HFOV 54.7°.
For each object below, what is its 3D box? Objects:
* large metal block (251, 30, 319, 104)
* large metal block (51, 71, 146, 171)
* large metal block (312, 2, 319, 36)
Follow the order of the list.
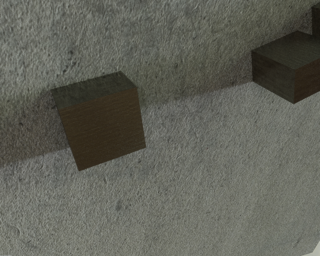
[{"bbox_3d":[0.183,-0.085,0.418,0.080,0.080,0.050,-25,128,-13],"label":"large metal block"},{"bbox_3d":[-0.067,-0.009,0.348,0.081,0.050,0.079,-19,126,-18],"label":"large metal block"},{"bbox_3d":[0.270,-0.150,0.445,0.080,0.050,0.080,-31,129,-8],"label":"large metal block"}]
